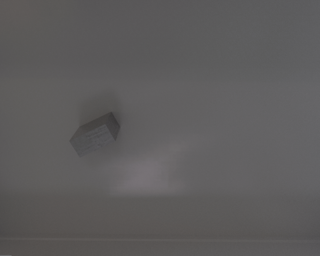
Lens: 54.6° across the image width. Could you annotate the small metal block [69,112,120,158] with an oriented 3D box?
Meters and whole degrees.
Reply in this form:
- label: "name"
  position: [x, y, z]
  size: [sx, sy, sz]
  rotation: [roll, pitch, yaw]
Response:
- label: "small metal block"
  position: [-0.082, 0.007, 0.400]
  size: [0.050, 0.050, 0.025]
  rotation: [-25, 108, 9]
